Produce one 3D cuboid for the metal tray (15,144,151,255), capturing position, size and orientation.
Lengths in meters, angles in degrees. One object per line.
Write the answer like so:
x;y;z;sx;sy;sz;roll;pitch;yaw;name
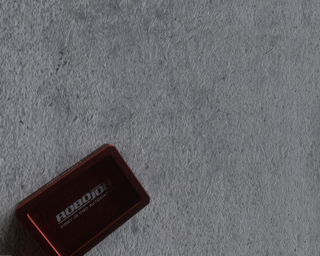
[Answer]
-0.089;0.090;0.373;0.131;0.030;0.090;-36;102;-17;metal tray
